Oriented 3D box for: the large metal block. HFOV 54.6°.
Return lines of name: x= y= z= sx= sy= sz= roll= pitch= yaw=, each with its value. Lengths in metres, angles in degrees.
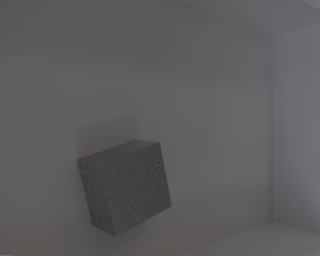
large metal block: x=-0.039 y=0.064 z=0.357 sx=0.081 sy=0.050 sz=0.080 roll=-18 pitch=101 yaw=-38
